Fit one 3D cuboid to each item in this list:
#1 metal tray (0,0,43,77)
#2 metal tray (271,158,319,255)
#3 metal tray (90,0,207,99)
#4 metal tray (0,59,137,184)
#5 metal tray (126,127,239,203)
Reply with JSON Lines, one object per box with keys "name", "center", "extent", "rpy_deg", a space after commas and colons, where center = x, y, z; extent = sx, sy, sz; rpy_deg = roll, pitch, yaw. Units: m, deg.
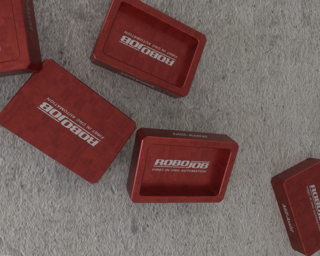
{"name": "metal tray", "center": [-0.181, -0.119, 0.321], "extent": [0.091, 0.030, 0.129], "rpy_deg": [-7, 93, 3]}
{"name": "metal tray", "center": [0.238, 0.124, 0.494], "extent": [0.091, 0.030, 0.129], "rpy_deg": [-22, 98, -19]}
{"name": "metal tray", "center": [-0.013, -0.103, 0.401], "extent": [0.131, 0.030, 0.090], "rpy_deg": [21, 83, -19]}
{"name": "metal tray", "center": [-0.106, -0.006, 0.367], "extent": [0.130, 0.030, 0.090], "rpy_deg": [38, 78, -16]}
{"name": "metal tray", "center": [0.029, 0.051, 0.401], "extent": [0.131, 0.030, 0.089], "rpy_deg": [5, 109, -20]}
